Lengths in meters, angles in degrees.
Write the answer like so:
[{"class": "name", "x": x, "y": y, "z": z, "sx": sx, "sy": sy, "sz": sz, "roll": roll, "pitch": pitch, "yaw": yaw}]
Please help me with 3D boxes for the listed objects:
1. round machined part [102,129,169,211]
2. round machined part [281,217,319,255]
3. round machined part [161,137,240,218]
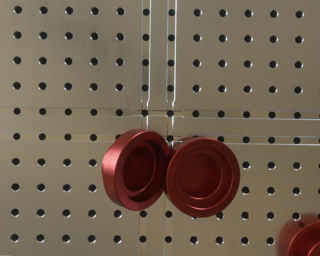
[{"class": "round machined part", "x": -0.033, "y": 0.049, "z": 0.387, "sx": 0.042, "sy": 0.099, "sz": 0.097, "roll": 8, "pitch": 90, "yaw": 40}, {"class": "round machined part", "x": 0.216, "y": 0.171, "z": 0.406, "sx": 0.099, "sy": 0.042, "sz": 0.097, "roll": 0, "pitch": 90, "yaw": 0}, {"class": "round machined part", "x": 0.049, "y": 0.060, "z": 0.397, "sx": 0.099, "sy": 0.042, "sz": 0.097, "roll": -1, "pitch": 92, "yaw": -17}]
